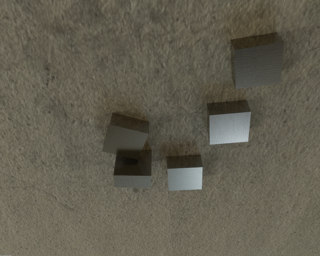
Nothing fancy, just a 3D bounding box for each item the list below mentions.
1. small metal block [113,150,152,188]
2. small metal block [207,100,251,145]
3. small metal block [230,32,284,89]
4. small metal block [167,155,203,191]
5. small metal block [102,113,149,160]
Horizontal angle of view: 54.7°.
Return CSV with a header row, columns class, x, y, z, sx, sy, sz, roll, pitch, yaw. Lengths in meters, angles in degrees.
class,x,y,z,sx,sy,sz,roll,pitch,yaw
small metal block,-0.037,0.057,0.439,0.050,0.050,0.025,1,130,-2
small metal block,0.088,-0.007,0.403,0.050,0.025,0.050,-5,130,3
small metal block,0.107,-0.074,0.346,0.050,0.025,0.050,-8,130,6
small metal block,0.037,0.068,0.466,0.050,0.025,0.050,-3,130,2
small metal block,-0.046,0.012,0.417,0.050,0.025,0.050,14,129,-12
